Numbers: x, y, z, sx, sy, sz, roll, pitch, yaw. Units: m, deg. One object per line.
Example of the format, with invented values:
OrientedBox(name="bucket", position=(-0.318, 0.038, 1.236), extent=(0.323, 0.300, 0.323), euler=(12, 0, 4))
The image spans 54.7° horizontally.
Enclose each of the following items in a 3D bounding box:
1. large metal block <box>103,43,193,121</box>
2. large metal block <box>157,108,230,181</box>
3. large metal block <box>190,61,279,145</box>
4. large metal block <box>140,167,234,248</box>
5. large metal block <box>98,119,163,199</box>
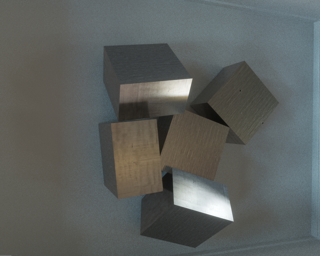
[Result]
OrientedBox(name="large metal block", position=(-0.019, -0.057, 0.367), extent=(0.081, 0.080, 0.050), euler=(-8, 135, -19))
OrientedBox(name="large metal block", position=(0.035, 0.024, 0.411), extent=(0.080, 0.050, 0.080), euler=(20, 83, -19))
OrientedBox(name="large metal block", position=(0.105, -0.034, 0.436), extent=(0.080, 0.050, 0.080), euler=(46, 76, -15))
OrientedBox(name="large metal block", position=(0.030, 0.102, 0.386), extent=(0.080, 0.080, 0.050), euler=(21, 41, -21))
OrientedBox(name="large metal block", position=(-0.038, 0.032, 0.367), extent=(0.050, 0.080, 0.079), euler=(-6, 92, -20))
